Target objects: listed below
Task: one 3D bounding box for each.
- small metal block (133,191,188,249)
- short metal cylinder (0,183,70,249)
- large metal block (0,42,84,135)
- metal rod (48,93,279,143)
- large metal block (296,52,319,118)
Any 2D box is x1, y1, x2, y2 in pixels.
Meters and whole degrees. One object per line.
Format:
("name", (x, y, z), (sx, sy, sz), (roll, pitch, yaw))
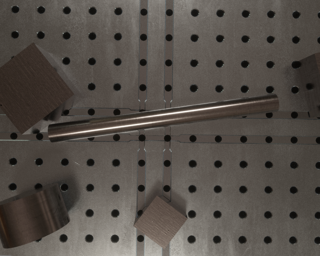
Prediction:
("small metal block", (0.001, 0.122, 0.414), (0.050, 0.025, 0.050), (37, 90, -1))
("short metal cylinder", (-0.159, 0.106, 0.384), (0.080, 0.080, 0.050), (-18, 90, 0))
("large metal block", (-0.160, -0.048, 0.399), (0.080, 0.050, 0.080), (-38, 91, 0))
("metal rod", (0.005, -0.013, 0.413), (0.302, 0.025, 0.025), (-8, 90, -1))
("large metal block", (0.238, -0.062, 0.404), (0.080, 0.050, 0.080), (-14, 90, -1))
